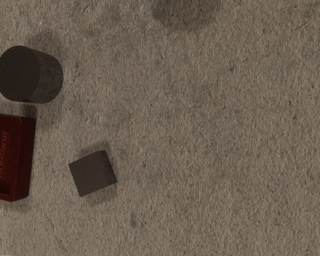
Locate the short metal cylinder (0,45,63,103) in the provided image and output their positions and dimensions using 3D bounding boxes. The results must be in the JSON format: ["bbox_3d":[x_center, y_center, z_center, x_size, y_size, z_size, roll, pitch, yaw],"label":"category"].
[{"bbox_3d":[-0.194,-0.077,0.462,0.080,0.050,0.079,0,90,19],"label":"short metal cylinder"}]

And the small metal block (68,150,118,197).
[{"bbox_3d":[-0.095,0.065,0.441,0.050,0.025,0.050,-25,82,18],"label":"small metal block"}]

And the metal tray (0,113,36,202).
[{"bbox_3d":[-0.250,0.043,0.492,0.090,0.030,0.129,8,93,19],"label":"metal tray"}]
